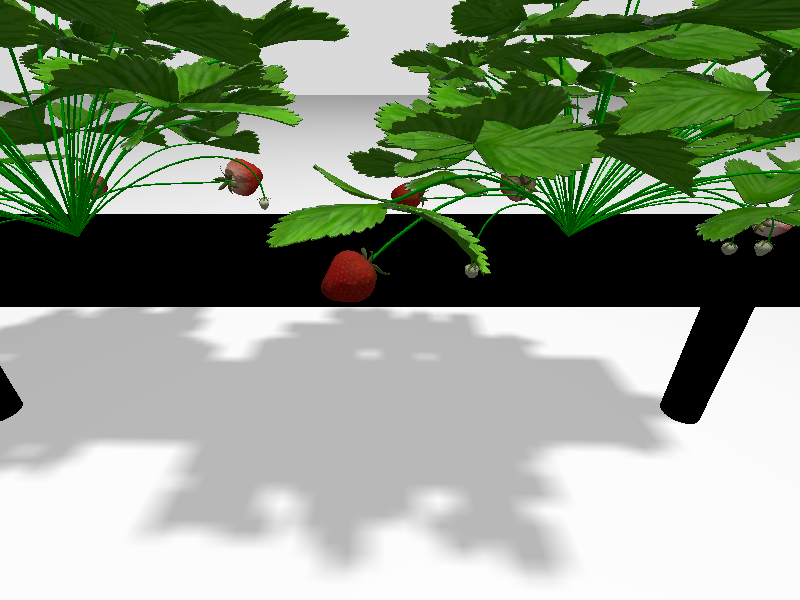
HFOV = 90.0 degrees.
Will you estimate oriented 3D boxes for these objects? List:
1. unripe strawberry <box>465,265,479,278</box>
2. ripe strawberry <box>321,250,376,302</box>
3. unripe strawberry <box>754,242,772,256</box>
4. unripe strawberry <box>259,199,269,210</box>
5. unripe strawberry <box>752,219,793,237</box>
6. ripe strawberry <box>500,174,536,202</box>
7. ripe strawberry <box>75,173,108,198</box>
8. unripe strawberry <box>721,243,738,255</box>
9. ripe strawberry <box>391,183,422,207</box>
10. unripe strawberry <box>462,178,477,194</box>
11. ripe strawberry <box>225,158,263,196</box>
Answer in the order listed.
[{"bbox_3d":[0.051,-0.020,0.286,0.010,0.010,0.011,-23,36,-35],"label":"unripe strawberry"},{"bbox_3d":[-0.034,-0.014,0.253,0.035,0.030,0.035,-35,40,-16],"label":"ripe strawberry"},{"bbox_3d":[0.289,-0.040,0.319,0.011,0.012,0.011,10,31,18],"label":"unripe strawberry"},{"bbox_3d":[-0.138,-0.098,0.409,0.010,0.011,0.011,-10,30,-17],"label":"unripe strawberry"},{"bbox_3d":[0.335,-0.068,0.359,0.025,0.024,0.027,6,29,-2],"label":"unripe strawberry"},{"bbox_3d":[0.138,-0.141,0.476,0.042,0.045,0.045,-3,28,-6],"label":"ripe strawberry"},{"bbox_3d":[-0.367,-0.136,0.475,0.035,0.030,0.035,-15,32,-25],"label":"ripe strawberry"},{"bbox_3d":[0.266,-0.041,0.323,0.010,0.010,0.009,12,31,20],"label":"unripe strawberry"},{"bbox_3d":[0.007,-0.112,0.432,0.034,0.029,0.034,15,32,26],"label":"ripe strawberry"},{"bbox_3d":[0.085,-0.143,0.497,0.020,0.022,0.021,-12,13,-21],"label":"unripe strawberry"},{"bbox_3d":[-0.190,-0.153,0.496,0.042,0.044,0.046,18,33,29],"label":"ripe strawberry"}]
